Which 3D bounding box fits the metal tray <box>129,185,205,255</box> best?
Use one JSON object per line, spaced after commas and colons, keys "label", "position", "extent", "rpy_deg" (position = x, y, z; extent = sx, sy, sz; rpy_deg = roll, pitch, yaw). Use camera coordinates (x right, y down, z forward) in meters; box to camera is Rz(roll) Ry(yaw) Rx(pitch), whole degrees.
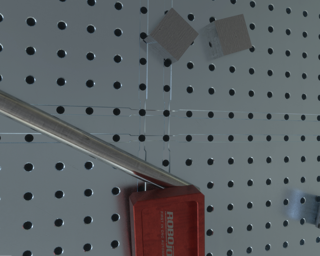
{"label": "metal tray", "position": [0.010, 0.144, 0.399], "extent": [0.091, 0.030, 0.129], "rpy_deg": [-5, 101, -15]}

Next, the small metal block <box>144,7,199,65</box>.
{"label": "small metal block", "position": [0.015, -0.123, 0.419], "extent": [0.050, 0.025, 0.050], "rpy_deg": [40, 77, -16]}

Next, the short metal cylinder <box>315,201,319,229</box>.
{"label": "short metal cylinder", "position": [0.298, 0.145, 0.496], "extent": [0.081, 0.080, 0.050], "rpy_deg": [15, 85, -20]}

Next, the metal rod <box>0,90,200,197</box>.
{"label": "metal rod", "position": [-0.077, 0.026, 0.384], "extent": [0.301, 0.025, 0.025], "rpy_deg": [28, 81, -18]}

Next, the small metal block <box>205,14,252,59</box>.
{"label": "small metal block", "position": [0.100, -0.133, 0.451], "extent": [0.050, 0.025, 0.050], "rpy_deg": [-20, 97, -19]}
